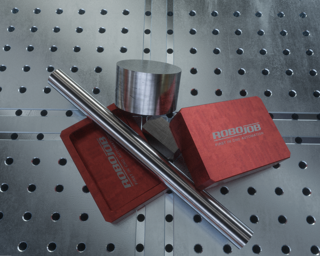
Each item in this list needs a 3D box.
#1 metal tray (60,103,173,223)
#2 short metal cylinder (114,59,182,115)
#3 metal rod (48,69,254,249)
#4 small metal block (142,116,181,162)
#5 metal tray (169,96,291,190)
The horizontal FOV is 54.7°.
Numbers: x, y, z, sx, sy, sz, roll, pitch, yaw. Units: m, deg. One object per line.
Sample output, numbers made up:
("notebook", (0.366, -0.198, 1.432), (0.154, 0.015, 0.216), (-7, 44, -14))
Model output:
("metal tray", (-0.055, 0.040, 0.389), (0.090, 0.030, 0.130), (-30, 73, -11))
("short metal cylinder", (-0.016, -0.054, 0.391), (0.080, 0.080, 0.050), (8, 112, 3))
("metal rod", (-0.021, 0.028, 0.366), (0.300, 0.025, 0.025), (39, 75, 12))
("small metal block", (0.006, 0.013, 0.389), (0.050, 0.050, 0.025), (39, 75, 13))
("metal tray", (0.086, 0.013, 0.374), (0.131, 0.030, 0.090), (-11, 68, -30))
